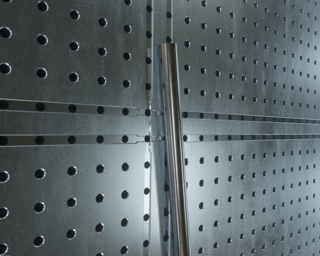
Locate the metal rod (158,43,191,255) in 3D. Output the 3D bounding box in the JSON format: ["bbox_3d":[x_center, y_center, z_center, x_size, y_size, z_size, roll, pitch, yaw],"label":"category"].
[{"bbox_3d":[0.021,0.037,0.425,0.025,0.025,0.298,-7,95,-40],"label":"metal rod"}]
